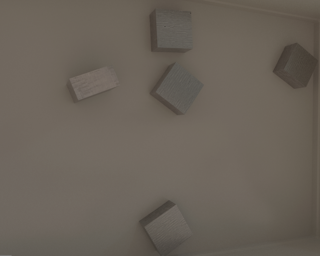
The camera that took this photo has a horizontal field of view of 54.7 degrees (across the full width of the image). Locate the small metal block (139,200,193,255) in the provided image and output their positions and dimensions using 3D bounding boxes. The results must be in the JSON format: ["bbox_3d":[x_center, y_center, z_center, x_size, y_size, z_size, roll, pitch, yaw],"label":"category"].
[{"bbox_3d":[0.008,0.134,0.415,0.050,0.025,0.050,-31,101,-18],"label":"small metal block"}]

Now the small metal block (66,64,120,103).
[{"bbox_3d":[-0.081,-0.051,0.368,0.050,0.050,0.025,-23,98,-19],"label":"small metal block"}]

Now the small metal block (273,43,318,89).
[{"bbox_3d":[0.216,-0.098,0.492,0.050,0.025,0.050,32,80,-18],"label":"small metal block"}]

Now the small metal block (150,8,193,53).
[{"bbox_3d":[0.015,-0.130,0.417,0.050,0.025,0.050,-3,91,-20],"label":"small metal block"}]

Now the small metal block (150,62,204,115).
[{"bbox_3d":[0.023,-0.052,0.420,0.050,0.025,0.050,37,78,-17],"label":"small metal block"}]
